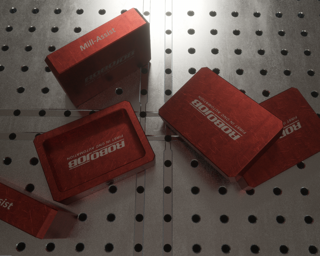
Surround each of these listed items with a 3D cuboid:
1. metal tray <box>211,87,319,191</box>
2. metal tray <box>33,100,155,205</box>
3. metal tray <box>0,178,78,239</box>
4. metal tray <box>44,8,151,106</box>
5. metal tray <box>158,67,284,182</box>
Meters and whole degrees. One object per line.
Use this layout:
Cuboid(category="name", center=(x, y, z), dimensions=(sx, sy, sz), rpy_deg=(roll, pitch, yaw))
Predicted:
Cuboid(category="metal tray", center=(0.145, 0.013, 0.406), dimensions=(0.131, 0.030, 0.090), rpy_deg=(-26, 72, -10))
Cuboid(category="metal tray", center=(-0.082, 0.030, 0.397), dimensions=(0.131, 0.030, 0.090), rpy_deg=(-23, 72, -9))
Cuboid(category="metal tray", center=(-0.165, 0.081, 0.345), dimensions=(0.130, 0.090, 0.030), rpy_deg=(23, 72, 8))
Cuboid(category="metal tray", center=(-0.074, -0.090, 0.409), dimensions=(0.131, 0.090, 0.030), rpy_deg=(-34, 74, -12))
Cuboid(category="metal tray", center=(0.073, -0.008, 0.389), dimensions=(0.090, 0.030, 0.130), rpy_deg=(-45, 63, -5))
